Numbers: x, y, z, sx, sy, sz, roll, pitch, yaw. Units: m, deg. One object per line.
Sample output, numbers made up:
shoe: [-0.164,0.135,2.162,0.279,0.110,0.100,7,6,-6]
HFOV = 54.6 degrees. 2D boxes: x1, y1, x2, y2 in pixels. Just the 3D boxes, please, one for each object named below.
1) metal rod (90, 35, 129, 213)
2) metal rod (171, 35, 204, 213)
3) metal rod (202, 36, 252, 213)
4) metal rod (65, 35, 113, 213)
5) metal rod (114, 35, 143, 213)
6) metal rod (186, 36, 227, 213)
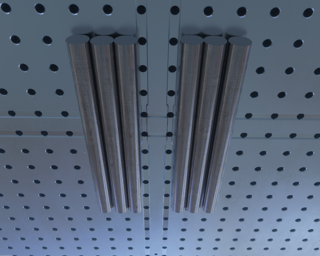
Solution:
metal rod: [-0.064,0.020,0.427,0.025,0.025,0.298,0,130,-1]
metal rod: [0.033,0.019,0.427,0.025,0.025,0.298,0,130,-1]
metal rod: [0.084,0.020,0.429,0.025,0.025,0.298,0,130,-1]
metal rod: [-0.089,0.019,0.426,0.025,0.025,0.298,0,130,-1]
metal rod: [-0.038,0.020,0.427,0.025,0.025,0.298,0,130,-1]
metal rod: [0.058,0.020,0.428,0.025,0.025,0.298,0,130,-1]
